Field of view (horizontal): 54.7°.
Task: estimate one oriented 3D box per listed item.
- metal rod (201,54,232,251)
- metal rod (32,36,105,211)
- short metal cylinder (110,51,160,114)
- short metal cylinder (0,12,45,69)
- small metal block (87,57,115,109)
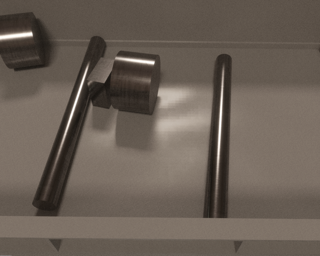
[{"bbox_3d":[0.078,0.004,0.402,0.025,0.025,0.300,8,50,6],"label":"metal rod"},{"bbox_3d":[-0.115,-0.031,0.429,0.025,0.025,0.300,3,50,2],"label":"metal rod"},{"bbox_3d":[-0.031,-0.062,0.421,0.050,0.080,0.080,8,51,6],"label":"short metal cylinder"},{"bbox_3d":[-0.215,-0.135,0.480,0.050,0.080,0.080,-10,51,-9],"label":"short metal cylinder"},{"bbox_3d":[-0.078,-0.064,0.441,0.025,0.050,0.050,12,51,9],"label":"small metal block"}]
